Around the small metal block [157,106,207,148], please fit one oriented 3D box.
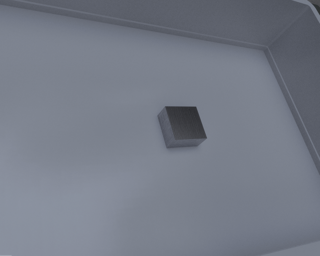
[{"bbox_3d":[0.030,-0.002,0.422,0.050,0.025,0.050,-2,63,-29],"label":"small metal block"}]
